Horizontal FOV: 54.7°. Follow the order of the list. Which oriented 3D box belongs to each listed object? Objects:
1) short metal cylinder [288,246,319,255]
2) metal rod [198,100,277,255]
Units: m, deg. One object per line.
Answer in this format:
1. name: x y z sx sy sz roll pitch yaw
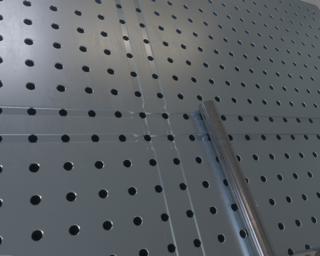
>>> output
1. short metal cylinder: 0.201 0.192 0.383 0.081 0.050 0.080 14 56 -21
2. metal rod: 0.112 0.096 0.409 0.025 0.025 0.299 -4 64 -30
